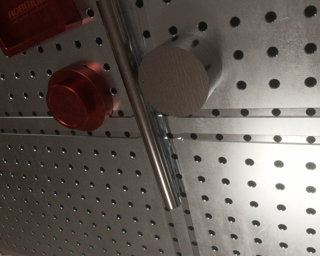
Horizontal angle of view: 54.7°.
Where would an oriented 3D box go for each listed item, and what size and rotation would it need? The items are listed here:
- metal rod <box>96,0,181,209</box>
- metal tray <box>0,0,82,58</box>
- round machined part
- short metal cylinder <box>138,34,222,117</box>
[{"bbox_3d":[-0.021,-0.016,0.410,0.025,0.025,0.298,-3,117,29],"label":"metal rod"},{"bbox_3d":[-0.175,-0.154,0.402,0.130,0.030,0.090,-11,113,32],"label":"metal tray"},{"bbox_3d":[-0.120,-0.037,0.439,0.098,0.042,0.097,13,124,20],"label":"round machined part"},{"bbox_3d":[0.023,-0.059,0.345,0.080,0.050,0.079,13,124,20],"label":"short metal cylinder"}]
